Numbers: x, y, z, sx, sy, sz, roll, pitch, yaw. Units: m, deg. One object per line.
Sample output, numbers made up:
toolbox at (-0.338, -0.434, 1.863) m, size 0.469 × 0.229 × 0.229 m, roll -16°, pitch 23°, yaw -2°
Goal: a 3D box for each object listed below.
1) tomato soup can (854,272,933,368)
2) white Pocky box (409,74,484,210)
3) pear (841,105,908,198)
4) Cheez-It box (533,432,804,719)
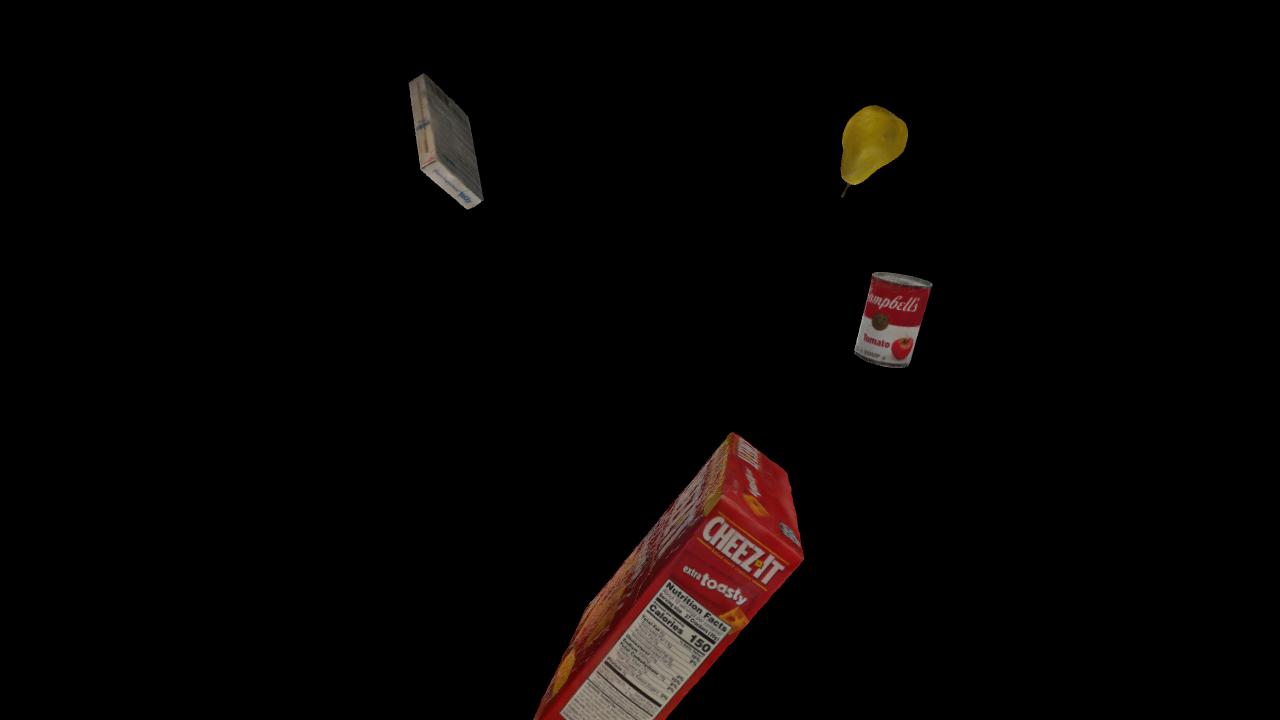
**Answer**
tomato soup can at (0.301, -0.048, 0.736) m, size 0.068 × 0.101 × 0.068 m, roll 6°, pitch 21°, yaw -2°
white Pocky box at (-0.232, -0.263, 0.738) m, size 0.028 × 0.154 × 0.084 m, roll -25°, pitch -29°, yaw 15°
pear at (0.288, -0.264, 0.789) m, size 0.080 × 0.111 × 0.080 m, roll 20°, pitch 35°, yaw -15°
Cheez-It box at (0.024, 0.173, 0.460) m, size 0.071 × 0.223 × 0.166 m, roll 37°, pitch 12°, yaw 3°
